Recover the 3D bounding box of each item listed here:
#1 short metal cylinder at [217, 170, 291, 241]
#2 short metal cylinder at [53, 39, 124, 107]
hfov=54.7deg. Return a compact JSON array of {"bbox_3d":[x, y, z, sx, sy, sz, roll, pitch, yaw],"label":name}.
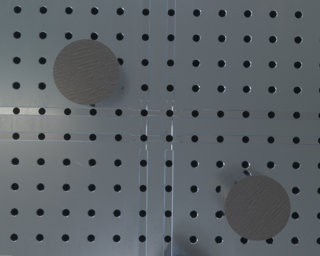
[{"bbox_3d":[0.119,0.097,0.402,0.081,0.050,0.079,0,90,0],"label":"short metal cylinder"},{"bbox_3d":[-0.089,-0.068,0.400,0.081,0.050,0.079,0,90,0],"label":"short metal cylinder"}]
